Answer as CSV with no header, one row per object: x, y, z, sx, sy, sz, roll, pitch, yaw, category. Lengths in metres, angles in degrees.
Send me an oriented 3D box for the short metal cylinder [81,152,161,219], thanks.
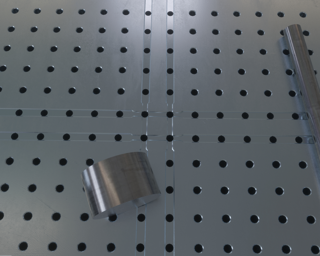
-0.045,0.067,0.358,0.080,0.080,0.050,-19,71,-7,short metal cylinder

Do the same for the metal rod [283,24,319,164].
0.213,-0.009,0.416,0.025,0.025,0.299,-5,70,-2,metal rod
